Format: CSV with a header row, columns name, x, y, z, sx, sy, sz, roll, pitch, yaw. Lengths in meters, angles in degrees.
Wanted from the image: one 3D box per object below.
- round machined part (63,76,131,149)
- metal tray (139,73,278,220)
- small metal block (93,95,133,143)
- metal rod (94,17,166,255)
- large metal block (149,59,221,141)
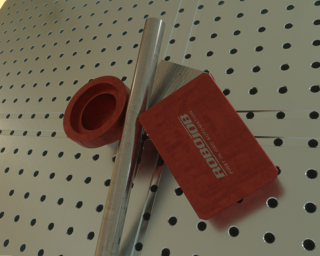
name,x,y,z,sx,sy,sz,roll,pitch,yaw
round machined part,-0.075,-0.017,0.407,0.098,0.042,0.098,-15,55,23
metal tray,0.049,0.018,0.331,0.090,0.030,0.130,-34,76,6
small metal block,-0.069,-0.013,0.449,0.050,0.025,0.050,-20,54,16
metal rod,-0.034,0.015,0.362,0.025,0.025,0.299,6,80,31
large metal block,0.020,-0.033,0.398,0.080,0.050,0.080,25,75,36
